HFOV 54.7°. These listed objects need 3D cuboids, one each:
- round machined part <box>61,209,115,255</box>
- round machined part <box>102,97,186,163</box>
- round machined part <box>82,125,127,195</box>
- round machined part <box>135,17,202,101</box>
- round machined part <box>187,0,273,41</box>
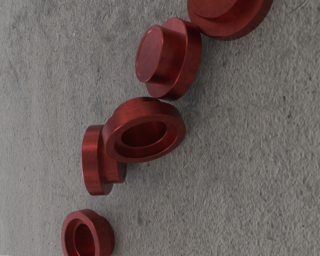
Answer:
[{"bbox_3d":[-0.109,0.175,0.484,0.098,0.042,0.097,0,90,40],"label":"round machined part"},{"bbox_3d":[-0.021,-0.001,0.378,0.098,0.099,0.042,-43,49,31],"label":"round machined part"},{"bbox_3d":[-0.073,0.044,0.430,0.042,0.098,0.097,-3,88,4],"label":"round machined part"},{"bbox_3d":[0.004,-0.083,0.369,0.098,0.042,0.098,-25,60,56],"label":"round machined part"},{"bbox_3d":[0.069,-0.148,0.337,0.098,0.042,0.097,0,90,40],"label":"round machined part"}]
